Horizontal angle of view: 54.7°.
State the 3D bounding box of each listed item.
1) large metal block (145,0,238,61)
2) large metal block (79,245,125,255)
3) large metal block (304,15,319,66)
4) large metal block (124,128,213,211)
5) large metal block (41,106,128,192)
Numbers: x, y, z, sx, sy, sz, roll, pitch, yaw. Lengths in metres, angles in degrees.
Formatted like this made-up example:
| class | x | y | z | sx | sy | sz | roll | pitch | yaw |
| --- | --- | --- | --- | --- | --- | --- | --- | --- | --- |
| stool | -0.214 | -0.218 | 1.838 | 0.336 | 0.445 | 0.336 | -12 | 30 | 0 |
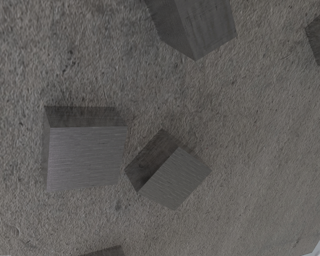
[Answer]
| class | x | y | z | sx | sy | sz | roll | pitch | yaw |
| --- | --- | --- | --- | --- | --- | --- | --- | --- | --- |
| large metal block | 0.024 | -0.124 | 0.307 | 0.050 | 0.080 | 0.080 | -33 | 129 | -7 |
| large metal block | -0.096 | 0.241 | 0.487 | 0.081 | 0.050 | 0.079 | -6 | 121 | -26 |
| large metal block | 0.271 | -0.138 | 0.453 | 0.080 | 0.050 | 0.080 | -44 | 129 | 2 |
| large metal block | 0.012 | 0.059 | 0.434 | 0.080 | 0.050 | 0.080 | -49 | 129 | 6 |
| large metal block | -0.089 | 0.022 | 0.355 | 0.081 | 0.050 | 0.079 | -1 | 119 | -28 |
